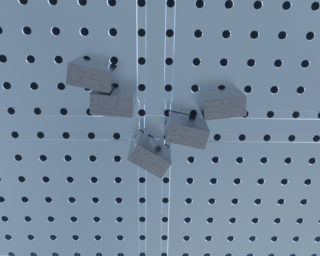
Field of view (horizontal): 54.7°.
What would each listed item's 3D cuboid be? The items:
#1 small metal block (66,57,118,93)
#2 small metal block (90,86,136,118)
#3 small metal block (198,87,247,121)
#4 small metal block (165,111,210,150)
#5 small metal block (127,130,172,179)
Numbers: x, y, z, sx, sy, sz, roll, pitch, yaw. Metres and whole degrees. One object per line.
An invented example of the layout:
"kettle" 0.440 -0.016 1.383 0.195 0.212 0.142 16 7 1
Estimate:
"small metal block" -0.081 -0.065 0.375 0.050 0.050 0.025 11 110 -5
"small metal block" -0.057 -0.034 0.387 0.050 0.050 0.025 5 110 -2
"small metal block" 0.077 -0.032 0.390 0.050 0.050 0.025 -6 110 2
"small metal block" 0.034 0.002 0.401 0.050 0.050 0.025 12 110 -5
"small metal block" -0.013 0.034 0.413 0.050 0.050 0.025 31 107 -11
